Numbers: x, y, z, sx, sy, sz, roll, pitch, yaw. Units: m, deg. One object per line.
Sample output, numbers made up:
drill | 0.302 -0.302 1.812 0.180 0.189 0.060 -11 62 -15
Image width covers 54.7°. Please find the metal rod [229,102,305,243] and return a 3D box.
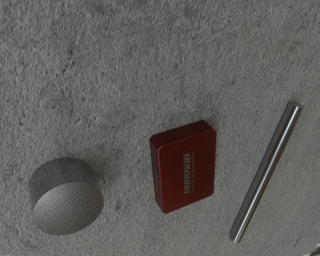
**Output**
metal rod | 0.188 0.093 0.566 0.025 0.025 0.298 1 118 -29

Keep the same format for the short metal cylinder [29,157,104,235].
short metal cylinder | -0.115 0.083 0.379 0.081 0.050 0.079 -14 124 -21

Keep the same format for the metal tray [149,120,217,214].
metal tray | 0.036 0.060 0.460 0.091 0.030 0.129 -17 125 -19
